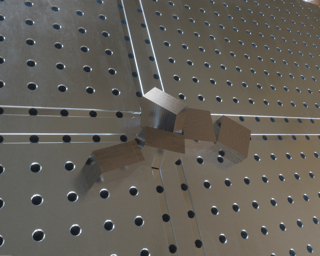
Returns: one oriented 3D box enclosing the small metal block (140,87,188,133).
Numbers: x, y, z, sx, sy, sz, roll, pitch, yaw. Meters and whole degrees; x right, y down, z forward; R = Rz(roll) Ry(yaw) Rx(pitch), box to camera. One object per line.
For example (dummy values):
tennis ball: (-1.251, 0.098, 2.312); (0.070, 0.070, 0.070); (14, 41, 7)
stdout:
small metal block: (0.004, -0.016, 0.393); (0.050, 0.050, 0.025); (30, 48, 21)

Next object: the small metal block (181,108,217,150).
small metal block: (0.047, 0.001, 0.432); (0.050, 0.025, 0.050); (7, 59, -25)

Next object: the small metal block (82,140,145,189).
small metal block: (-0.052, 0.040, 0.339); (0.050, 0.050, 0.025); (-14, 69, -34)

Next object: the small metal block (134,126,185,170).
small metal block: (-0.004, 0.025, 0.374); (0.050, 0.050, 0.025); (14, 56, -21)

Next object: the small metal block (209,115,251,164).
small metal block: (0.102, 0.017, 0.452); (0.050, 0.025, 0.050); (29, 52, -10)
